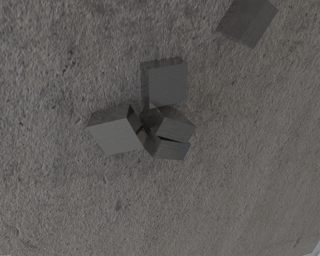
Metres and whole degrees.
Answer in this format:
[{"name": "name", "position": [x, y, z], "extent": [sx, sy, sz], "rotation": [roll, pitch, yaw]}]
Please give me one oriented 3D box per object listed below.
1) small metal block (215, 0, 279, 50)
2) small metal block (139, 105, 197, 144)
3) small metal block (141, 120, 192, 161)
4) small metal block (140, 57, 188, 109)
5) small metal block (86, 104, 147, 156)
[{"name": "small metal block", "position": [0.101, -0.128, 0.367], "extent": [0.025, 0.050, 0.050], "rotation": [21, 107, -36]}, {"name": "small metal block", "position": [0.009, -0.008, 0.390], "extent": [0.050, 0.050, 0.025], "rotation": [16, 110, -35]}, {"name": "small metal block", "position": [0.003, 0.016, 0.398], "extent": [0.050, 0.050, 0.025], "rotation": [10, 114, -41]}, {"name": "small metal block", "position": [0.005, -0.055, 0.375], "extent": [0.050, 0.025, 0.050], "rotation": [-14, 124, -21]}, {"name": "small metal block", "position": [-0.050, 0.003, 0.367], "extent": [0.050, 0.025, 0.050], "rotation": [-12, 130, 17]}]
